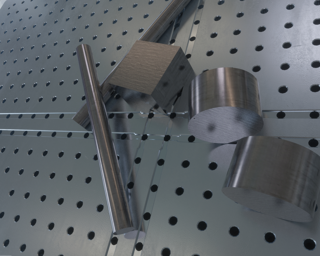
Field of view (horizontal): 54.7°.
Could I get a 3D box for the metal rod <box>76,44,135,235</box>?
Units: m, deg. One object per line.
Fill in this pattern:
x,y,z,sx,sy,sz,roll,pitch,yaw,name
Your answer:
-0.083,-0.004,0.431,0.025,0.025,0.299,-26,60,12,metal rod

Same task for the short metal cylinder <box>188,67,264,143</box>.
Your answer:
0.072,-0.023,0.349,0.080,0.080,0.050,-10,58,23,short metal cylinder

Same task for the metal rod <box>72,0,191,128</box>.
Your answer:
-0.035,-0.124,0.502,0.025,0.025,0.300,31,78,38,metal rod

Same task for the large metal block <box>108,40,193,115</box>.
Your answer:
-0.013,-0.075,0.445,0.080,0.050,0.080,20,72,35,large metal block

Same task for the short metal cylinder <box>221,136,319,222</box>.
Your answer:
0.104,0.048,0.289,0.080,0.080,0.050,10,67,32,short metal cylinder
